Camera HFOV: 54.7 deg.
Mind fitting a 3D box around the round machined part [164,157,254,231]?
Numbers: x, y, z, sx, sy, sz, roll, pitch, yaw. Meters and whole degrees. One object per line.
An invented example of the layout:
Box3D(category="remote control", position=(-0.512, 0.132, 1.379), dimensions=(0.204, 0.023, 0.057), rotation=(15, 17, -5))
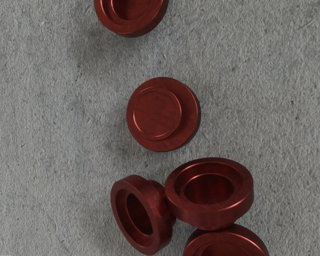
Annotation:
Box3D(category="round machined part", position=(0.057, 0.078, 0.357), dimensions=(0.098, 0.098, 0.042), rotation=(-1, 118, 20))

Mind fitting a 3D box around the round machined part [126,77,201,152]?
Box3D(category="round machined part", position=(0.000, -0.017, 0.400), dimensions=(0.098, 0.042, 0.097), rotation=(0, 90, 20))

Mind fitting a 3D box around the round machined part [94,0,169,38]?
Box3D(category="round machined part", position=(-0.034, -0.169, 0.412), dimensions=(0.098, 0.042, 0.097), rotation=(0, 90, 20))

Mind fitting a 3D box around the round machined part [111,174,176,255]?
Box3D(category="round machined part", position=(-0.017, 0.104, 0.390), dimensions=(0.098, 0.042, 0.097), rotation=(24, 124, 43))

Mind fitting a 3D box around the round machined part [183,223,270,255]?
Box3D(category="round machined part", position=(0.077, 0.152, 0.363), dimensions=(0.098, 0.042, 0.097), rotation=(4, 107, 13))
